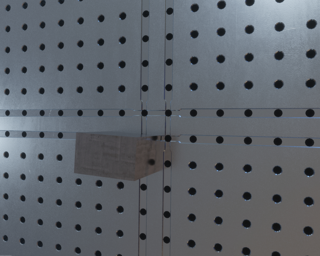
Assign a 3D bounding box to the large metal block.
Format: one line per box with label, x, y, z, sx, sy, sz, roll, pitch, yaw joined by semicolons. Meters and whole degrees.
large metal block;-0.052;0.033;0.401;0.080;0.080;0.050;4;92;19
